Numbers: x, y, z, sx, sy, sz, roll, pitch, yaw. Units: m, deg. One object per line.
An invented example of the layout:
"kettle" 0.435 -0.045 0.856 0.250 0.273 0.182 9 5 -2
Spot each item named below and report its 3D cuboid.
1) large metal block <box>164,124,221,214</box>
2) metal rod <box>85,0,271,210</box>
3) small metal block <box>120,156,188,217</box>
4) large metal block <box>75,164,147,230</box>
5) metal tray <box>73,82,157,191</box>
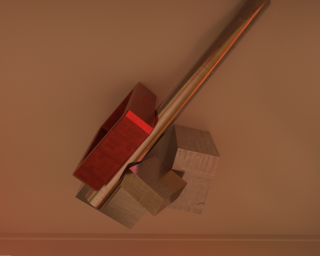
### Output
"large metal block" 0.035 0.050 0.401 0.050 0.080 0.079 13 110 -5
"metal rod" 0.022 -0.033 0.350 0.025 0.025 0.300 40 88 -14
"small metal block" -0.006 0.062 0.340 0.050 0.050 0.025 38 117 19
"large metal block" -0.054 0.072 0.408 0.080 0.080 0.050 35 106 -12
"metal tray" -0.045 0.003 0.354 0.030 0.130 0.090 39 106 -12
